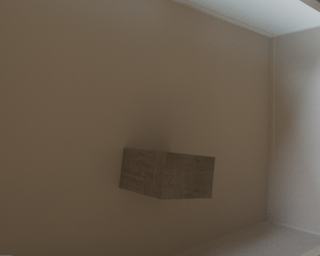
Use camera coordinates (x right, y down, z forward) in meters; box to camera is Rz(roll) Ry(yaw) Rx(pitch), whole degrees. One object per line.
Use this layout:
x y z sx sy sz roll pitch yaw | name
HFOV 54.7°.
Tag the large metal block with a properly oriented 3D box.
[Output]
0.008 0.055 0.380 0.081 0.080 0.050 10 84 -40 | large metal block
